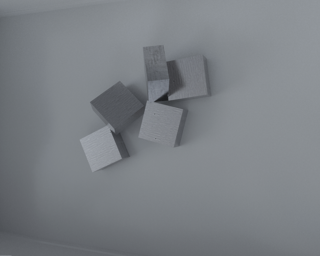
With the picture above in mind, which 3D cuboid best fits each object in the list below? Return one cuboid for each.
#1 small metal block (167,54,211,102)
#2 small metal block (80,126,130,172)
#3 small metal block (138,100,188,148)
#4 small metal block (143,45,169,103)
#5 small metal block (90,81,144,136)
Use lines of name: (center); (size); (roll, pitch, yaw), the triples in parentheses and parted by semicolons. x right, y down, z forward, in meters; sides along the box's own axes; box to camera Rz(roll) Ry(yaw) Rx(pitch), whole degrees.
small metal block: (0.036, -0.062, 0.398); (0.050, 0.025, 0.050); (-7, 88, 19)
small metal block: (-0.078, 0.029, 0.438); (0.050, 0.025, 0.050); (-26, 82, 18)
small metal block: (0.005, -0.006, 0.409); (0.050, 0.025, 0.050); (15, 95, 19)
small metal block: (-0.005, -0.067, 0.388); (0.025, 0.050, 0.050); (-7, 65, -4)
small metal block: (-0.057, -0.027, 0.419); (0.050, 0.025, 0.050); (-39, 75, -17)
